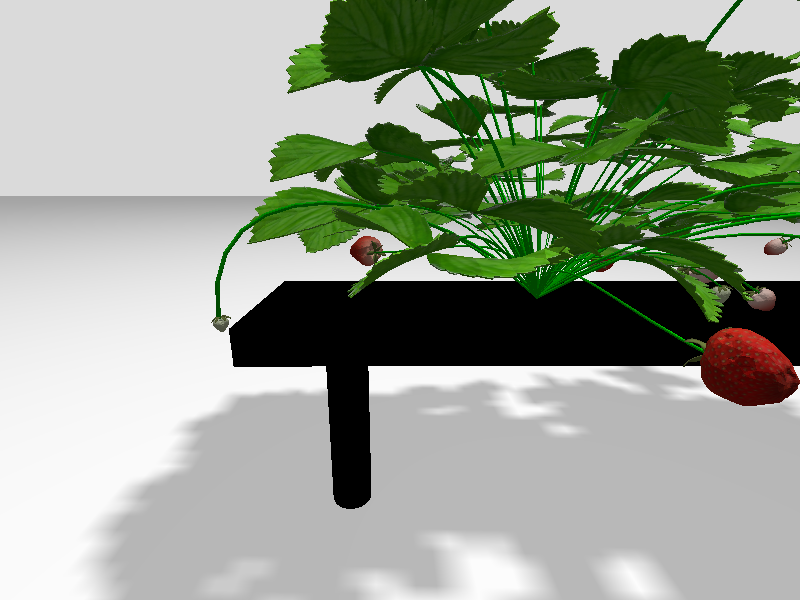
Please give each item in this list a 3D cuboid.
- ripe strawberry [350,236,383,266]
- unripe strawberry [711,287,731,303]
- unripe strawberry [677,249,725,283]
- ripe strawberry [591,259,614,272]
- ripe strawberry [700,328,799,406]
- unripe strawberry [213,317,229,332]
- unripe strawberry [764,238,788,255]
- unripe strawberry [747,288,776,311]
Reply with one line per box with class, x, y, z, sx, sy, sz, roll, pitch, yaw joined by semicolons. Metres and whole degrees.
ripe strawberry;-0.043;-0.062;0.500;0.038;0.037;0.041;13;21;39
unripe strawberry;0.281;-0.004;0.350;0.013;0.015;0.015;-14;15;9
unripe strawberry;0.311;-0.035;0.410;0.038;0.037;0.042;-4;17;-16
ripe strawberry;0.236;-0.046;0.465;0.027;0.028;0.024;-15;22;-42
ripe strawberry;0.159;0.032;0.183;0.032;0.036;0.034;-3;17;-10
unripe strawberry;-0.116;0.016;0.261;0.010;0.010;0.011;-7;18;-22
unripe strawberry;0.536;-0.075;0.572;0.026;0.023;0.026;-3;-24;-10
unripe strawberry;0.297;0.001;0.327;0.019;0.019;0.018;-42;4;20
